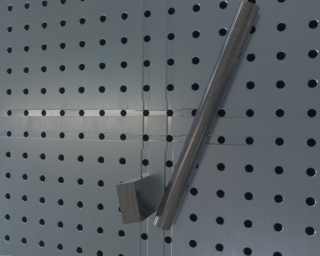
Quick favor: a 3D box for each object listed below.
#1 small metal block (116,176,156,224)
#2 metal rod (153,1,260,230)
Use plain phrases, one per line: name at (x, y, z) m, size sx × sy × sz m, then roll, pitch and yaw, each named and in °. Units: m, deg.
small metal block at (-0.031, 0.094, 0.410) m, size 0.025 × 0.050 × 0.050 m, roll -13°, pitch 86°, yaw 19°
metal rod at (0.055, -0.009, 0.392) m, size 0.025 × 0.025 × 0.298 m, roll 23°, pitch 98°, yaw 18°
